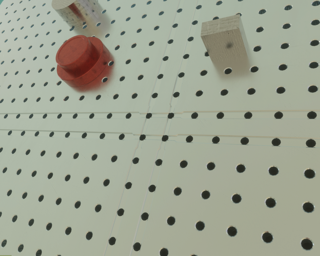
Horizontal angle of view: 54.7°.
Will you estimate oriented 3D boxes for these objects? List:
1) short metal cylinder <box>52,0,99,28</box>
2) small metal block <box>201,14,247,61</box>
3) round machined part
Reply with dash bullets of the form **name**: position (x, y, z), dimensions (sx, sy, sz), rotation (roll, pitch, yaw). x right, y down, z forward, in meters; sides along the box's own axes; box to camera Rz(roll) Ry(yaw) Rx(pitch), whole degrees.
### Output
- **short metal cylinder**: position (-0.173, -0.254, 0.636), dimensions (0.080, 0.050, 0.080), rotation (-13, 56, 20)
- **small metal block**: position (0.088, -0.121, 0.420), dimensions (0.050, 0.050, 0.025), rotation (-5, 60, 25)
- **round machined part**: position (-0.143, -0.125, 0.546), dimensions (0.098, 0.042, 0.098), rotation (-13, 56, 20)
